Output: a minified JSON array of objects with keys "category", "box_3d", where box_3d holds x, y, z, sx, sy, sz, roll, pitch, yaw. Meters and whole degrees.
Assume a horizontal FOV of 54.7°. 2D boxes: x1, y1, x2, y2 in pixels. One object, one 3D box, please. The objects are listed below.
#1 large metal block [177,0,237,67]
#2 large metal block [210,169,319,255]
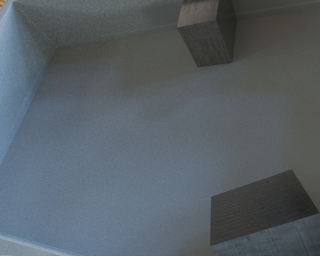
[{"category":"large metal block","box_3d":[0.068,-0.142,0.422,0.050,0.080,0.080,-2,61,27]},{"category":"large metal block","box_3d":[0.091,0.085,0.263,0.080,0.050,0.080,-23,9,14]}]
